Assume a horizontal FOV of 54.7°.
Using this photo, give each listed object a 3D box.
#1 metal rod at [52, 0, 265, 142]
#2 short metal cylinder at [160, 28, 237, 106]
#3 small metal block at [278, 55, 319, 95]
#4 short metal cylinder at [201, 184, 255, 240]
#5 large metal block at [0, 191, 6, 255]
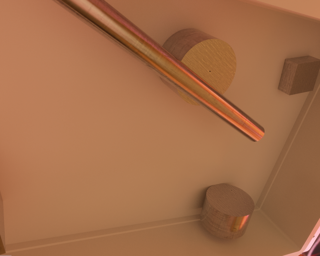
[{"bbox_3d":[0.027,-0.051,0.328,0.301,0.025,0.025,29,102,-38],"label":"metal rod"},{"bbox_3d":[0.043,-0.074,0.372,0.081,0.050,0.079,-14,125,-21],"label":"short metal cylinder"},{"bbox_3d":[0.216,-0.082,0.479,0.050,0.025,0.050,-12,124,-22],"label":"small metal block"},{"bbox_3d":[0.113,0.140,0.524,0.081,0.080,0.050,-5,121,-26],"label":"short metal cylinder"},{"bbox_3d":[-0.195,0.078,0.316,0.050,0.080,0.079,-11,123,-23],"label":"large metal block"}]
